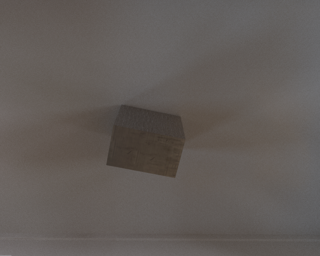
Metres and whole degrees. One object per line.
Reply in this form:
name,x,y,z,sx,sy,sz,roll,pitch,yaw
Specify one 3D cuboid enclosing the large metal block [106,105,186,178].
large metal block,-0.017,0.013,0.384,0.081,0.080,0.050,11,110,-5
